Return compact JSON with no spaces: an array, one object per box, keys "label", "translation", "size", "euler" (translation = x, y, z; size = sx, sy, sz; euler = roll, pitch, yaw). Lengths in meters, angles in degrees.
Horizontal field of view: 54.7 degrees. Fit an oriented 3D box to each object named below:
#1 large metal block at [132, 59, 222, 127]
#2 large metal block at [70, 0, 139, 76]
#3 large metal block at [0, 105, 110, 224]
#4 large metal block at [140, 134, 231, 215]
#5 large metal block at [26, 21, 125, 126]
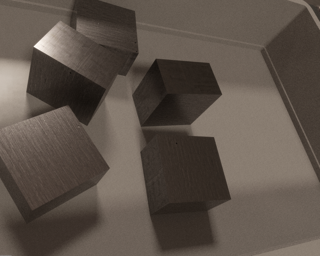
[{"label":"large metal block","translation":[0.020,-0.044,0.409],"size":[0.081,0.080,0.050],"euler":[-3,63,-30]},{"label":"large metal block","translation":[-0.079,-0.125,0.425],"size":[0.081,0.050,0.080],"euler":[8,58,-25]},{"label":"large metal block","translation":[-0.112,0.034,0.309],"size":[0.081,0.050,0.080],"euler":[-27,77,-37]},{"label":"large metal block","translation":[0.028,0.056,0.372],"size":[0.081,0.050,0.080],"euler":[4,60,-27]},{"label":"large metal block","translation":[-0.098,-0.059,0.354],"size":[0.080,0.080,0.050],"euler":[30,52,-9]}]
